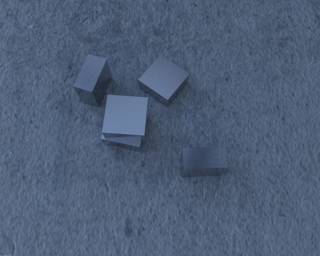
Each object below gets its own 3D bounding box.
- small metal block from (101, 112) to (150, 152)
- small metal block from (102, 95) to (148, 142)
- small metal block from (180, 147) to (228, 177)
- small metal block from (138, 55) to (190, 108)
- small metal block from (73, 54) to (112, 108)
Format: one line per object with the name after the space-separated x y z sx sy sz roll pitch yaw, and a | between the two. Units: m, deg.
-0.044 0.000 0.408 0.050 0.025 0.050 12 70 4 | small metal block
-0.042 -0.012 0.386 0.050 0.025 0.050 4 70 1 | small metal block
0.052 0.043 0.380 0.050 0.050 0.025 -2 70 -1 | small metal block
0.005 -0.065 0.432 0.050 0.025 0.050 36 74 11 | small metal block
-0.089 -0.062 0.416 0.025 0.050 0.050 17 71 6 | small metal block
